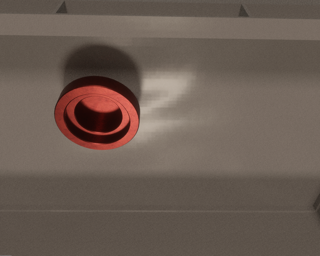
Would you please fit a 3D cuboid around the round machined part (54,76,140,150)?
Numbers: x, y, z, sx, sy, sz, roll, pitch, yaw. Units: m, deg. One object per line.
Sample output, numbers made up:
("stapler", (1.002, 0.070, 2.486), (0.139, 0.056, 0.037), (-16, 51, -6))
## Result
("round machined part", (-0.074, -0.022, 0.378), (0.099, 0.042, 0.097), (-1, 130, 0))
